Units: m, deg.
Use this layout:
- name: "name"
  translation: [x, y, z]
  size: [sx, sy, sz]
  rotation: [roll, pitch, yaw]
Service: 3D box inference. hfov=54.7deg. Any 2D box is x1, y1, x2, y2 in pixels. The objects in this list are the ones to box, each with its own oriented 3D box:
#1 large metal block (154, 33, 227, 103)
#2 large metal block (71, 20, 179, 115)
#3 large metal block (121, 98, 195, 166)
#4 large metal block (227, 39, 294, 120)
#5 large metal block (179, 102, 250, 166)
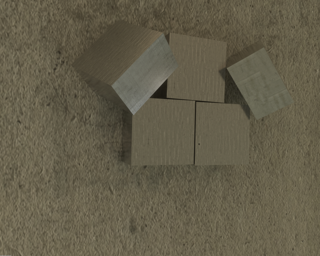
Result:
- name: "large metal block"
  translation: [0.039, -0.075, 0.413]
  size: [0.081, 0.050, 0.079]
  rotation: [3, 89, -20]
- name: "large metal block"
  translation: [-0.040, -0.073, 0.359]
  size: [0.080, 0.080, 0.050]
  rotation: [-49, 140, -14]
- name: "large metal block"
  translation: [-0.003, 0.005, 0.396]
  size: [0.081, 0.050, 0.079]
  rotation: [1, 90, -21]
- name: "large metal block"
  translation: [0.136, -0.069, 0.426]
  size: [0.050, 0.080, 0.080]
  rotation: [-28, 103, 23]
- name: "large metal block"
  translation: [0.073, 0.008, 0.423]
  size: [0.081, 0.050, 0.079]
  rotation: [1, 90, -21]
